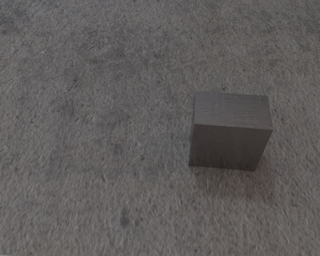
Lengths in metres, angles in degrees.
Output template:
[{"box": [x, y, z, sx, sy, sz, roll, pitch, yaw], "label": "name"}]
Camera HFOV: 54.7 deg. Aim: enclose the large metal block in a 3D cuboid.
[{"box": [0.078, 0.005, 0.364, 0.080, 0.080, 0.050, 4, 50, 3], "label": "large metal block"}]
